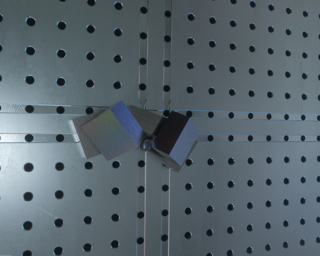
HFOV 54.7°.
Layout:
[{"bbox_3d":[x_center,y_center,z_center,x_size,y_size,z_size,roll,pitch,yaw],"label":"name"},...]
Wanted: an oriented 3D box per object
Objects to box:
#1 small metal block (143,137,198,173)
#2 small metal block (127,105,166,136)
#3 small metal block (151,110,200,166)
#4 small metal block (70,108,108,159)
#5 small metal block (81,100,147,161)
[{"bbox_3d":[0.015,0.024,0.419,0.050,0.025,0.050,37,78,-17],"label":"small metal block"},{"bbox_3d":[-0.024,-0.008,0.391,0.050,0.050,0.025,20,84,-19],"label":"small metal block"},{"bbox_3d":[0.020,0.014,0.380,0.050,0.025,0.050,-60,152,-11],"label":"small metal block"},{"bbox_3d":[-0.077,0.006,0.385,0.050,0.025,0.050,-21,97,-19],"label":"small metal block"},{"bbox_3d":[-0.052,0.004,0.351,0.050,0.050,0.025,55,35,-12],"label":"small metal block"}]
